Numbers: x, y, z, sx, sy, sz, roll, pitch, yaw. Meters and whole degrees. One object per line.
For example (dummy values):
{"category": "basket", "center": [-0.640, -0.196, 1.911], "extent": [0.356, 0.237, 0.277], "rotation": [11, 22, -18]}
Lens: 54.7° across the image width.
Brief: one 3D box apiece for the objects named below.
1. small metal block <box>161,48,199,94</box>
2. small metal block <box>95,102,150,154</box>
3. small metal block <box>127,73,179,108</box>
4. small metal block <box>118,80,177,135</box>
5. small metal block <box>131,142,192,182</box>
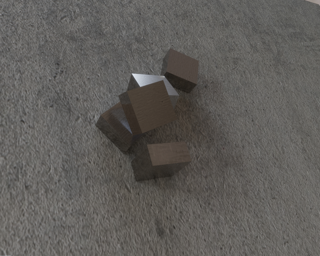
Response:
{"category": "small metal block", "center": [0.030, -0.087, 0.473], "extent": [0.050, 0.025, 0.050], "rotation": [20, 54, -17]}
{"category": "small metal block", "center": [-0.042, -0.005, 0.384], "extent": [0.050, 0.025, 0.050], "rotation": [45, 51, 3]}
{"category": "small metal block", "center": [-0.010, -0.048, 0.416], "extent": [0.050, 0.025, 0.050], "rotation": [-1, 39, -29]}
{"category": "small metal block", "center": [-0.014, -0.024, 0.366], "extent": [0.050, 0.025, 0.050], "rotation": [-22, 94, -30]}
{"category": "small metal block", "center": [0.001, 0.040, 0.364], "extent": [0.050, 0.050, 0.025], "rotation": [-3, 63, -30]}
